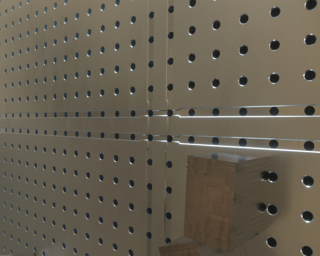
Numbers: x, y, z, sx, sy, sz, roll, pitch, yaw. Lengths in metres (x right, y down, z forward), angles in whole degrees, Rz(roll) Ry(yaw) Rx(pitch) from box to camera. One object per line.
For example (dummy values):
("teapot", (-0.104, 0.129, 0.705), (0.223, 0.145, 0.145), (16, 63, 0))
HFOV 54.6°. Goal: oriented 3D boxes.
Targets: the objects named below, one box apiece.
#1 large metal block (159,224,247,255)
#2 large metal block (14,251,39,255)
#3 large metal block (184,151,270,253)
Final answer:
("large metal block", (0.053, 0.153, 0.330), (0.050, 0.081, 0.080), (-27, 74, 37))
("large metal block", (-0.284, 0.302, 0.630), (0.080, 0.050, 0.080), (-23, 75, 37))
("large metal block", (0.070, 0.068, 0.316), (0.050, 0.081, 0.080), (4, 93, 40))
